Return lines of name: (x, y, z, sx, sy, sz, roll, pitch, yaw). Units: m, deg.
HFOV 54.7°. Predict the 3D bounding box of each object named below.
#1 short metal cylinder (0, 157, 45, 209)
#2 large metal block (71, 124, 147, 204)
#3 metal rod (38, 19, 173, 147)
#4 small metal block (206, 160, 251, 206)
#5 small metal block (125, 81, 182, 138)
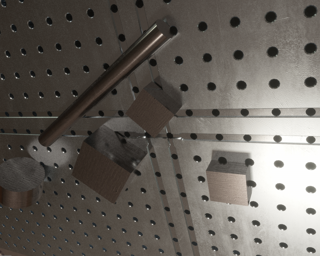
short metal cylinder: (-0.257, 0.100, 0.569, 0.080, 0.080, 0.050, 30, 128, 9)
large metal block: (-0.078, 0.055, 0.468, 0.080, 0.050, 0.079, 33, 129, 6)
metal rod: (-0.094, -0.044, 0.431, 0.299, 0.025, 0.025, -33, 100, 38)
small metal block: (0.091, 0.072, 0.407, 0.050, 0.025, 0.050, 2, 120, 27)
small metal block: (-0.009, -0.023, 0.400, 0.050, 0.025, 0.050, 40, 129, 0)
